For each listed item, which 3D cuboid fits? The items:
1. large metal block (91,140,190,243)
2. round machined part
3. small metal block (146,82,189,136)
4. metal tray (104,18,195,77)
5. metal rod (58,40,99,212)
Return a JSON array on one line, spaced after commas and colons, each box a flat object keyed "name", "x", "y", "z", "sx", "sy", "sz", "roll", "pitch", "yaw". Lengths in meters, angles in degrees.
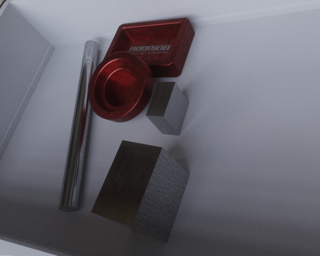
[{"name": "large metal block", "x": -0.016, "y": 0.069, "z": 0.335, "sx": 0.050, "sy": 0.080, "sz": 0.080, "roll": 8, "pitch": 66, "yaw": 31}, {"name": "round machined part", "x": -0.051, "y": -0.055, "z": 0.442, "sx": 0.098, "sy": 0.042, "sz": 0.098, "roll": -7, "pitch": 75, "yaw": 29}, {"name": "small metal block", "x": 0.011, "y": -0.024, "z": 0.398, "sx": 0.025, "sy": 0.050, "sz": 0.050, "roll": 5, "pitch": 64, "yaw": 30}, {"name": "metal tray", "x": -0.020, "y": -0.125, "z": 0.487, "sx": 0.130, "sy": 0.030, "sz": 0.090, "roll": 6, "pitch": 64, "yaw": 30}, {"name": "metal rod", "x": -0.121, "y": -0.022, "z": 0.480, "sx": 0.025, "sy": 0.025, "sz": 0.299, "roll": -14, "pitch": 56, "yaw": 20}]
